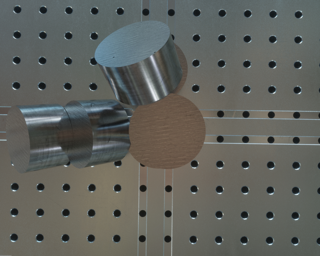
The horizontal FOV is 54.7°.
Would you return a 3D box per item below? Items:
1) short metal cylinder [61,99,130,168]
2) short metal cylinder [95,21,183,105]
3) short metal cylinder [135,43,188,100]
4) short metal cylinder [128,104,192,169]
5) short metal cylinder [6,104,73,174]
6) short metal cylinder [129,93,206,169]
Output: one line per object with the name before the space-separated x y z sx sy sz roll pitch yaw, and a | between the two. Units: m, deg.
short metal cylinder | -0.080 0.005 0.378 0.050 0.080 0.080 -7 90 -42
short metal cylinder | -0.021 -0.070 0.329 0.080 0.080 0.050 -24 133 0
short metal cylinder | -0.006 -0.071 0.400 0.081 0.050 0.079 0 90 0
short metal cylinder | -0.002 0.009 0.400 0.081 0.050 0.079 0 90 0
short metal cylinder | -0.148 0.011 0.378 0.050 0.080 0.080 -8 90 -42
short metal cylinder | 0.008 0.003 0.349 0.081 0.050 0.079 0 90 0
